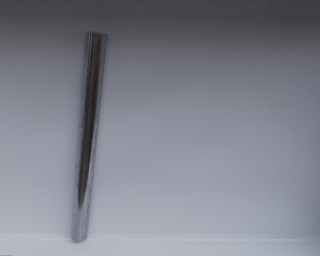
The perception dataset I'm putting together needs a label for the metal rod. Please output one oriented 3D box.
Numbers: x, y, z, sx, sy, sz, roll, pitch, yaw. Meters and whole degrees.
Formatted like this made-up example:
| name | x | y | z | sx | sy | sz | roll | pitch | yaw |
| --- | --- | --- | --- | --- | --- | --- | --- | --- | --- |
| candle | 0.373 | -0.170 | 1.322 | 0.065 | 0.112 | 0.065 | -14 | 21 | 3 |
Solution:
| name | x | y | z | sx | sy | sz | roll | pitch | yaw |
| --- | --- | --- | --- | --- | --- | --- | --- | --- | --- |
| metal rod | -0.099 | 0.025 | 0.419 | 0.025 | 0.025 | 0.298 | 8 | 110 | -4 |
